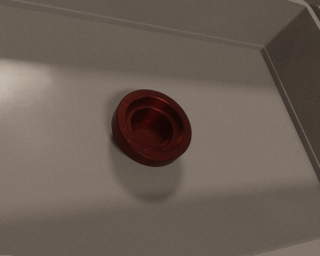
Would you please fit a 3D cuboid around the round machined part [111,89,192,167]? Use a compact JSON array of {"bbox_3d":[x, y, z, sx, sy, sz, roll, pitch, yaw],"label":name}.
[{"bbox_3d":[-0.014,0.003,0.387,0.099,0.042,0.098,14,56,-21],"label":"round machined part"}]
